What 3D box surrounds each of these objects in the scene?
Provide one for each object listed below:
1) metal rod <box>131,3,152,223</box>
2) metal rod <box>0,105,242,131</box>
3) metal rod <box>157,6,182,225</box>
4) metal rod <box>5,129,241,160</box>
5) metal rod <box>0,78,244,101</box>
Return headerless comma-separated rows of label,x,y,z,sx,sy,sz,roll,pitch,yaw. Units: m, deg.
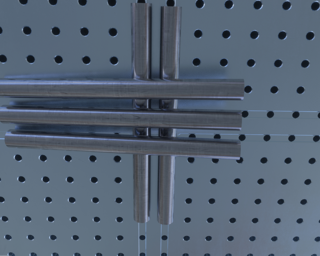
metal rod,-0.024,-0.005,0.411,0.025,0.025,0.298,1,110,-1
metal rod,-0.054,-0.013,0.386,0.302,0.025,0.025,2,110,7
metal rod,0.011,-0.002,0.413,0.025,0.025,0.298,1,110,-1
metal rod,-0.052,0.020,0.398,0.302,0.025,0.025,2,110,7
metal rod,-0.055,-0.047,0.373,0.302,0.025,0.025,1,110,7
